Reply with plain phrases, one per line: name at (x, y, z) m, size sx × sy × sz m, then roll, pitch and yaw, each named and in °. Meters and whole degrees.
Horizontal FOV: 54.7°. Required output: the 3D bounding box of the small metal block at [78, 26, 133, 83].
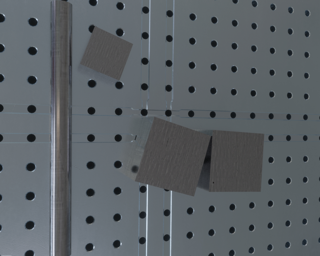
small metal block at (-0.068, -0.090, 0.387) m, size 0.050 × 0.025 × 0.050 m, roll 21°, pitch 83°, yaw -19°

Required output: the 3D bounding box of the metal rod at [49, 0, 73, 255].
metal rod at (-0.118, 0.002, 0.369) m, size 0.025 × 0.025 × 0.298 m, roll 0°, pitch 90°, yaw -20°

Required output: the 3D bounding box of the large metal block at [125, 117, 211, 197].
large metal block at (0.009, 0.036, 0.403) m, size 0.081 × 0.050 × 0.080 m, roll 19°, pitch 84°, yaw -19°

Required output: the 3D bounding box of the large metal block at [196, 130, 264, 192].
large metal block at (0.094, 0.045, 0.434) m, size 0.081 × 0.050 × 0.080 m, roll 4°, pitch 89°, yaw -20°
